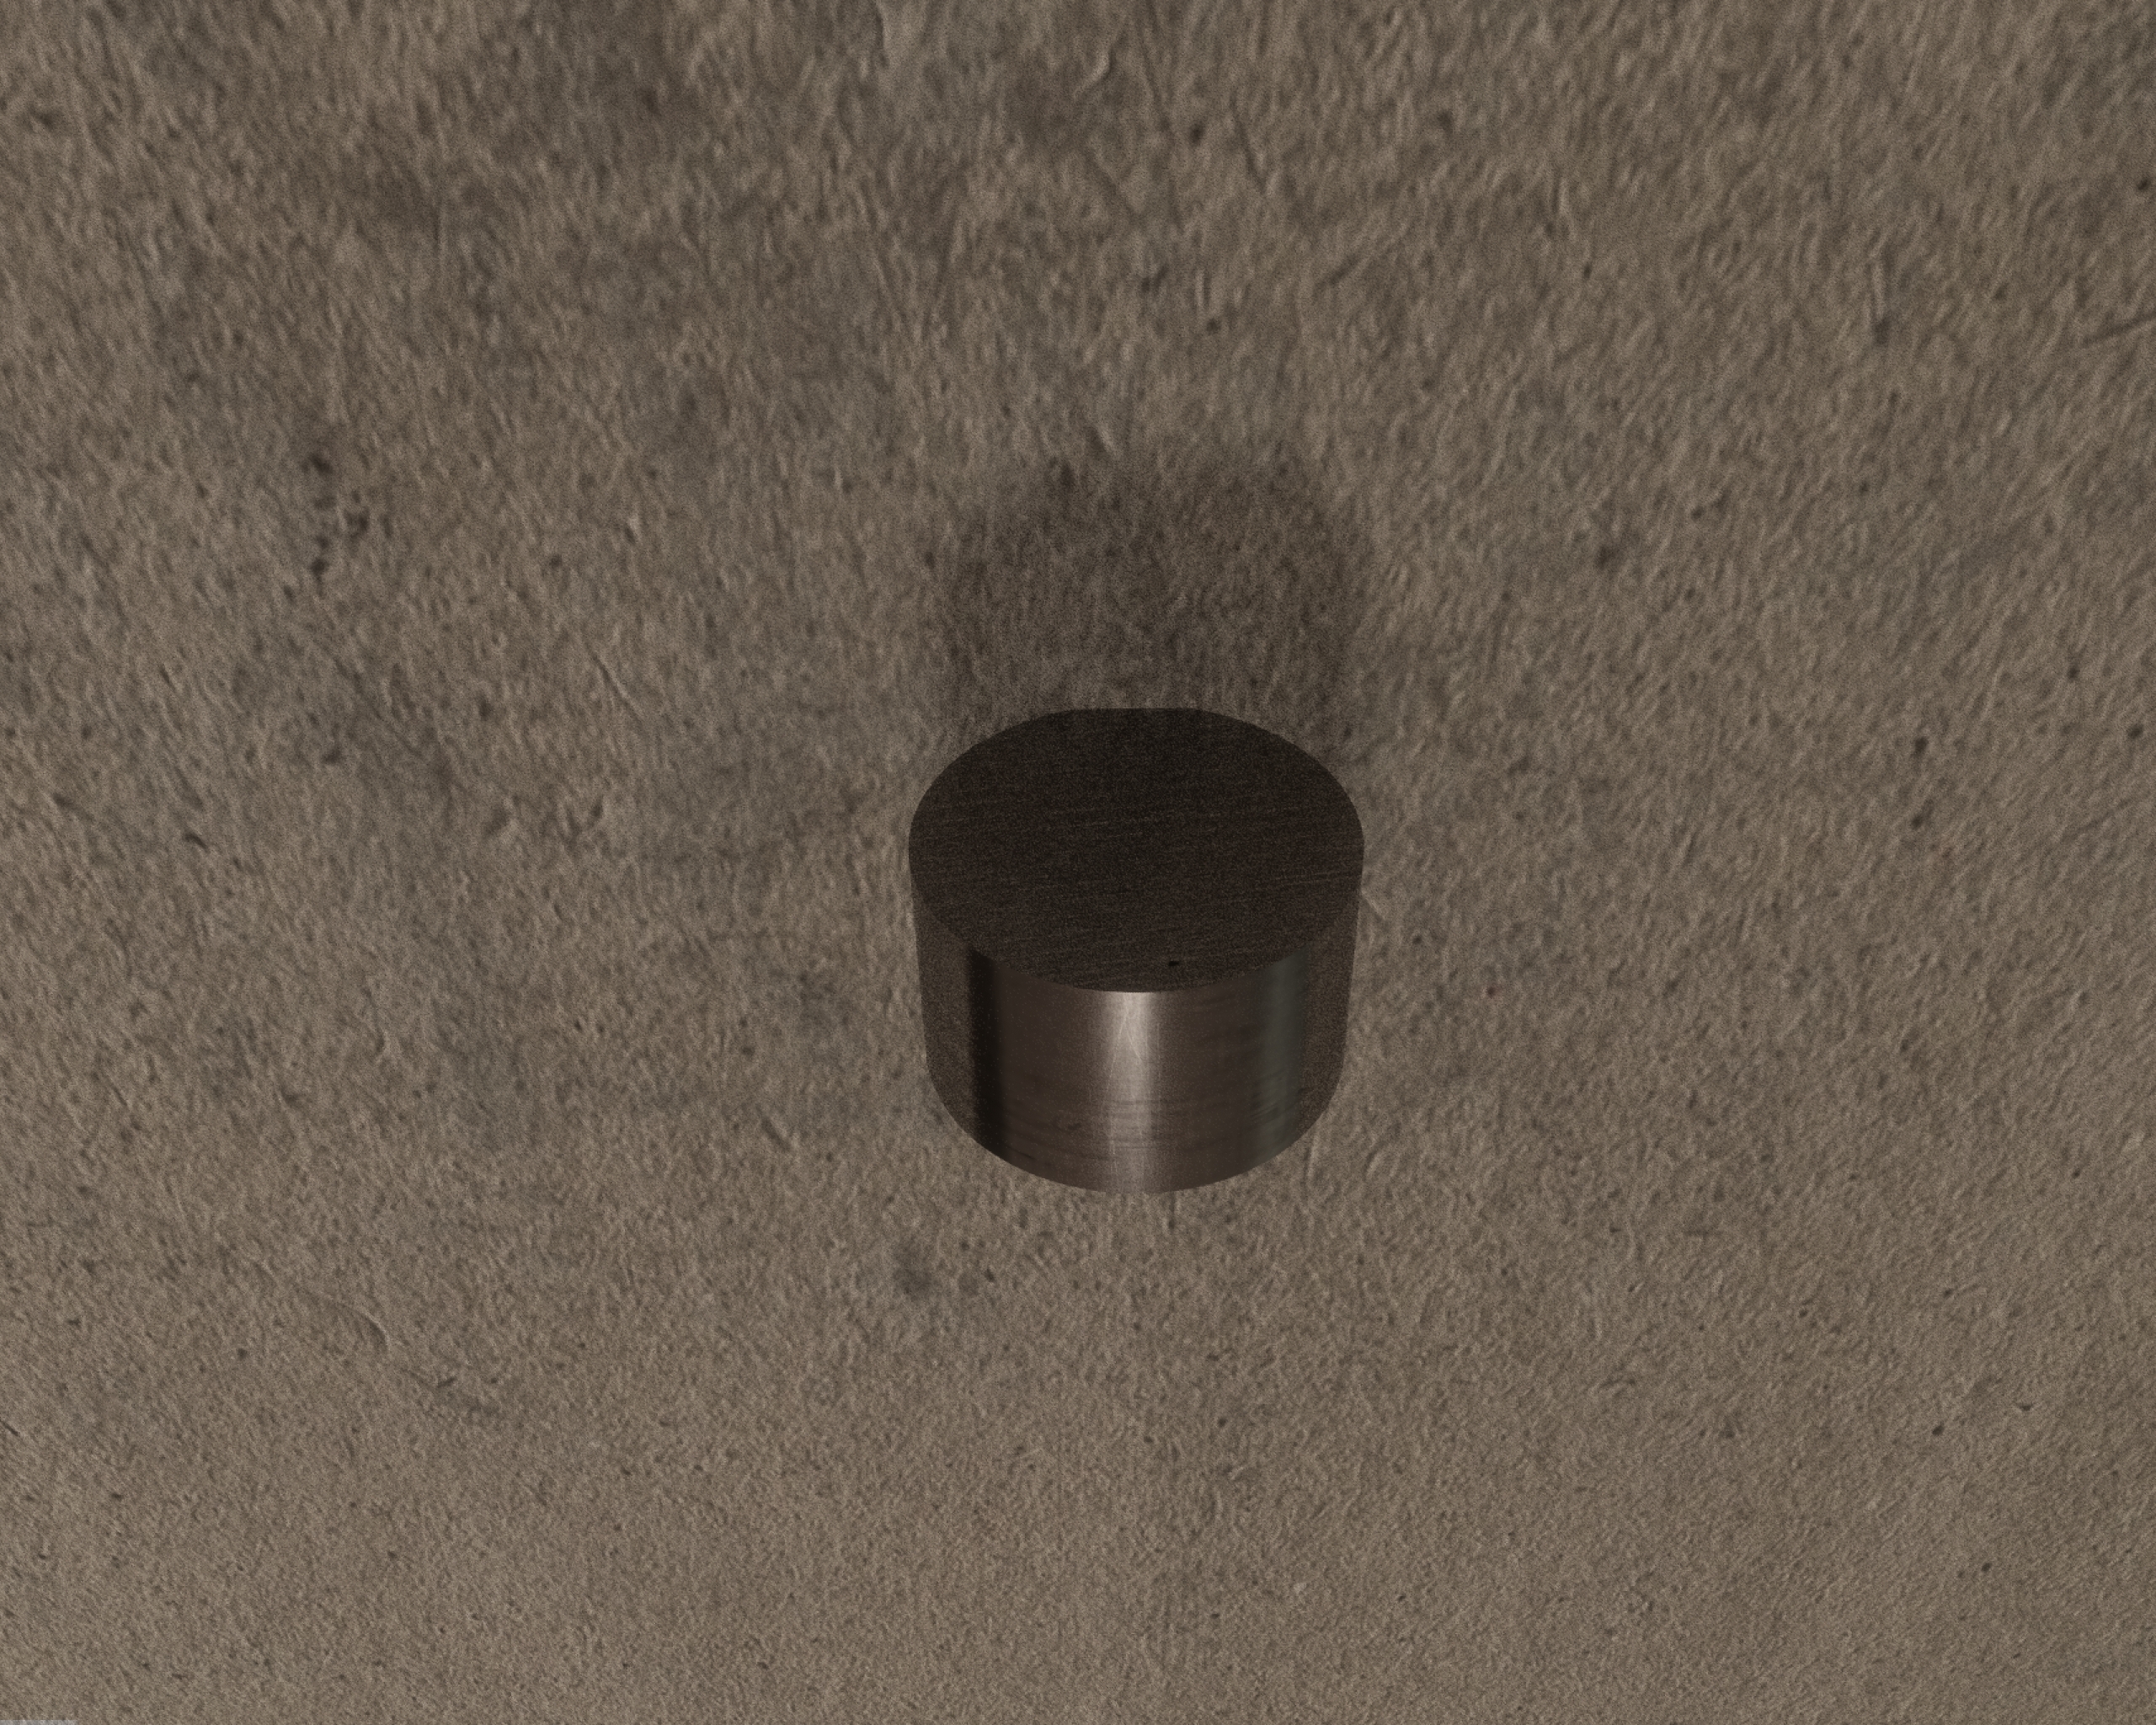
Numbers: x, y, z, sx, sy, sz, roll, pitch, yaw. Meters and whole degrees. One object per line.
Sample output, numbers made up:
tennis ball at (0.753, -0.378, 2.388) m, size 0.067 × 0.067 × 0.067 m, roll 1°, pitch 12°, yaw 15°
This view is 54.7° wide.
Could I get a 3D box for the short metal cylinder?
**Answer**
short metal cylinder at (0.011, 0.014, 0.385) m, size 0.081 × 0.080 × 0.050 m, roll -1°, pitch 130°, yaw 0°
